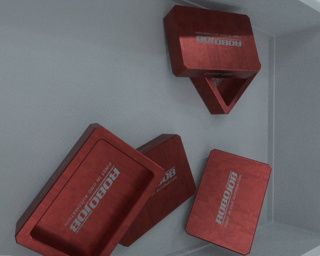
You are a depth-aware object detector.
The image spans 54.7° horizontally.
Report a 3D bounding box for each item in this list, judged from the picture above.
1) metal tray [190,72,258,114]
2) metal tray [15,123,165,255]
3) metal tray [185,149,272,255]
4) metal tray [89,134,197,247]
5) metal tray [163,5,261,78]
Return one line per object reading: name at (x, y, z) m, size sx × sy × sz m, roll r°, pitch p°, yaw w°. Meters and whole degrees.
metal tray at (0.107, -0.095, 0.495) m, size 0.130 × 0.030 × 0.090 m, roll -50°, pitch 120°, yaw -28°
metal tray at (-0.068, 0.072, 0.314) m, size 0.090 × 0.030 × 0.130 m, roll 38°, pitch 83°, yaw -22°
metal tray at (0.100, 0.104, 0.449) m, size 0.030 × 0.090 × 0.130 m, roll 67°, pitch 42°, yaw -66°
metal tray at (-0.016, 0.073, 0.392) m, size 0.131 × 0.030 × 0.089 m, roll -29°, pitch 108°, yaw -36°
metal tray at (0.075, -0.118, 0.435) m, size 0.131 × 0.030 × 0.090 m, roll -4°, pitch 78°, yaw -27°
